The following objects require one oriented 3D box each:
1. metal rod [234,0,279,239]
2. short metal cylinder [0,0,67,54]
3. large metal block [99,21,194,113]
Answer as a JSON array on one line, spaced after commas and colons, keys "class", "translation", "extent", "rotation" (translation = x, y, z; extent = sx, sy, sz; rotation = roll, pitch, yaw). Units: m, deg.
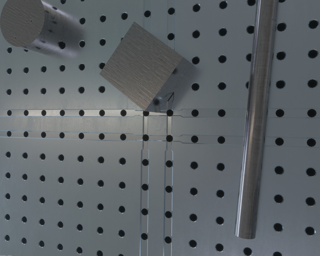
[{"class": "metal rod", "translation": [0.116, -0.018, 0.371], "extent": [0.025, 0.025, 0.298], "rotation": [6, 92, 20]}, {"class": "short metal cylinder", "translation": [-0.189, -0.156, 0.466], "extent": [0.080, 0.050, 0.079], "rotation": [0, 90, 20]}, {"class": "large metal block", "translation": [-0.017, -0.077, 0.405], "extent": [0.080, 0.050, 0.080], "rotation": [40, 102, 15]}]
